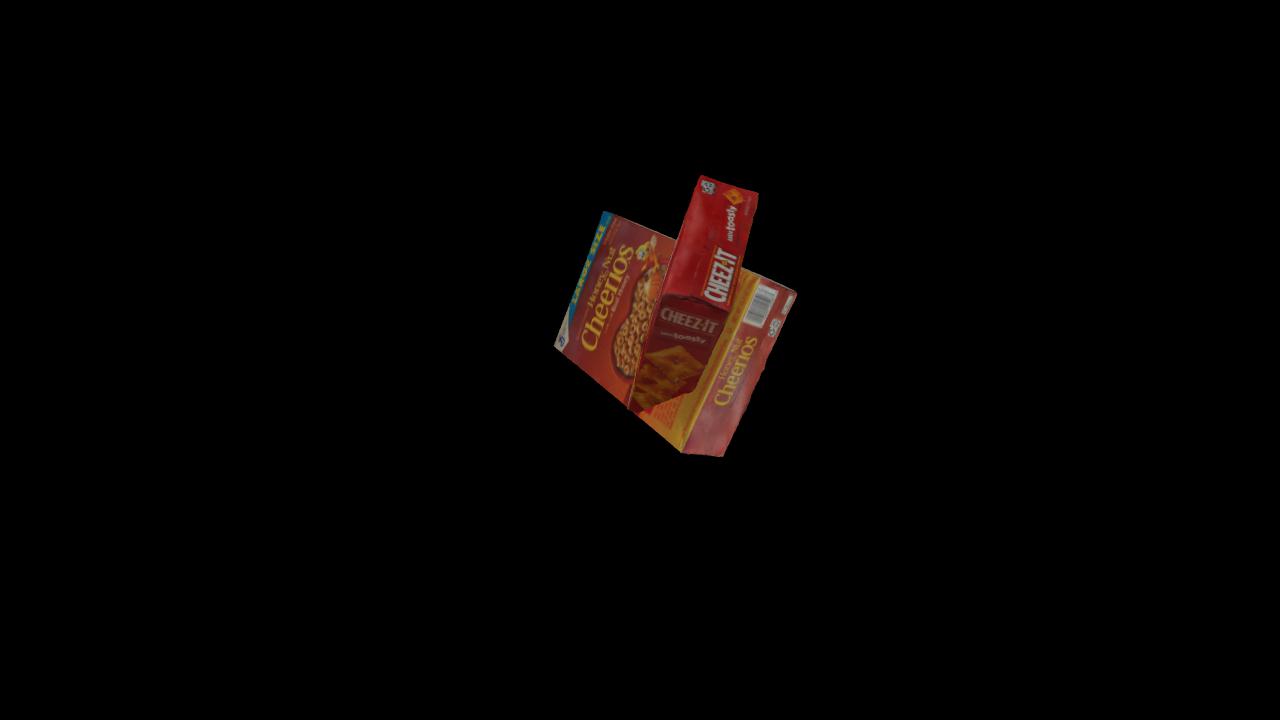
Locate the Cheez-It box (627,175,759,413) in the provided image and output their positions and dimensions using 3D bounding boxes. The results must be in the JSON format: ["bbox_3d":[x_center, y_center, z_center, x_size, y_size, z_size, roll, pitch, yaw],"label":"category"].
[{"bbox_3d":[0.051,-0.055,0.655,0.071,0.166,0.223,17,-34,0],"label":"Cheez-It box"}]

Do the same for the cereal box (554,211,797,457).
[{"bbox_3d":[0.021,-0.045,0.748,0.081,0.203,0.306,13,16,-41],"label":"cereal box"}]
